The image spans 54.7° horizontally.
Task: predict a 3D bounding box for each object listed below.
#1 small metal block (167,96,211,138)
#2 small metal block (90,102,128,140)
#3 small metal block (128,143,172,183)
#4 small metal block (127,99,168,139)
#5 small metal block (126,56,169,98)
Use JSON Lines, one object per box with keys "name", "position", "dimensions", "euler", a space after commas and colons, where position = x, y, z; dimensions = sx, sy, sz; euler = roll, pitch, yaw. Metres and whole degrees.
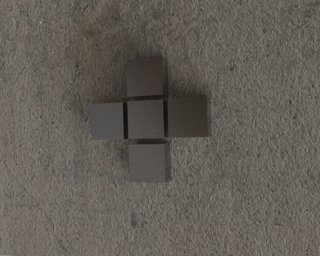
{"name": "small metal block", "position": [0.038, -0.013, 0.396], "dimensions": [0.050, 0.025, 0.050], "euler": [-2, 89, 19]}
{"name": "small metal block", "position": [-0.068, -0.009, 0.433], "dimensions": [0.050, 0.025, 0.050], "euler": [-2, 89, 19]}
{"name": "small metal block", "position": [-0.013, 0.046, 0.414], "dimensions": [0.050, 0.025, 0.050], "euler": [-2, 89, 19]}
{"name": "small metal block", "position": [-0.015, -0.011, 0.415], "dimensions": [0.050, 0.025, 0.050], "euler": [-2, 89, 19]}
{"name": "small metal block", "position": [-0.017, -0.067, 0.415], "dimensions": [0.050, 0.025, 0.050], "euler": [-2, 89, 19]}
